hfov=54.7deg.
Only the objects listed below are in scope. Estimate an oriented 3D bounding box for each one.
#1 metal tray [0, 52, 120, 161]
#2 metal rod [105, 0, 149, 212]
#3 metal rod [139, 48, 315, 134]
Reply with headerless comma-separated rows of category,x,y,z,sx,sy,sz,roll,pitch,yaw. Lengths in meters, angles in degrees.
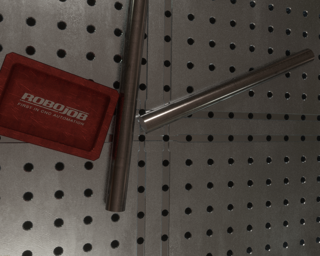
metal tray,-0.124,-0.022,0.364,0.131,0.030,0.090,19,84,-20
metal rod,-0.041,-0.045,0.398,0.025,0.025,0.298,7,88,-20
metal rod,0.109,-0.060,0.454,0.302,0.025,0.025,-23,98,-19
